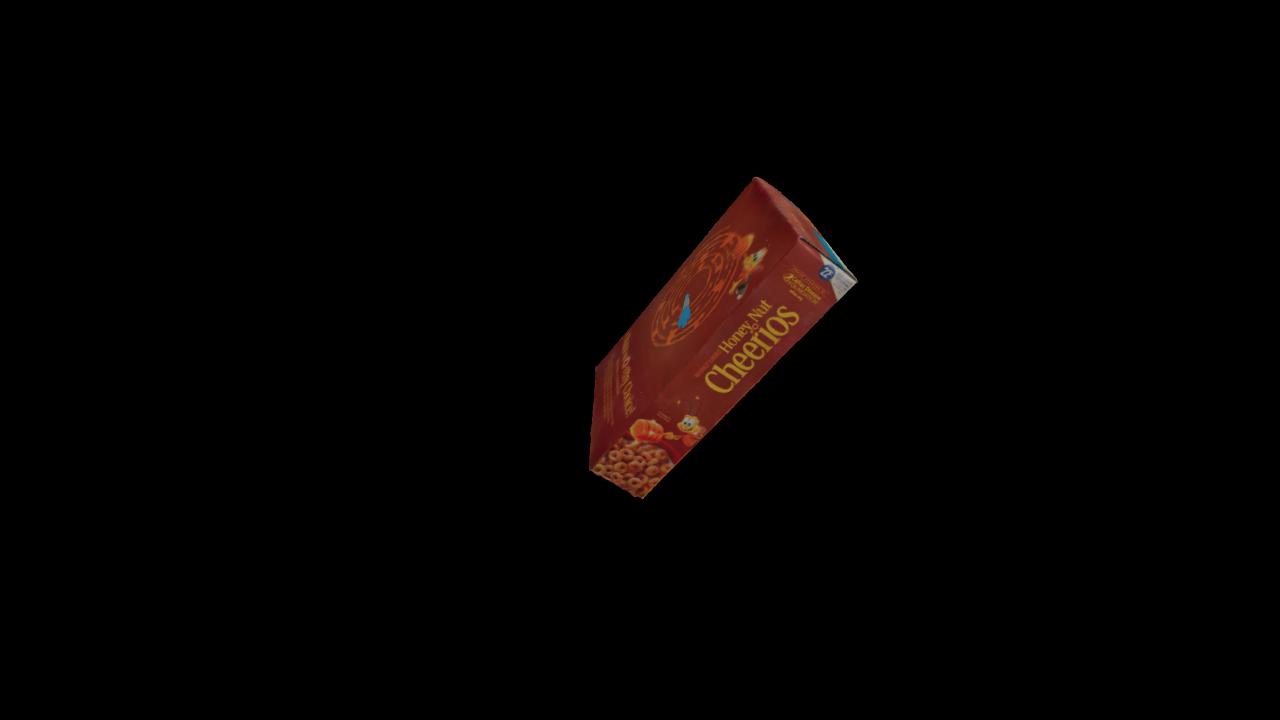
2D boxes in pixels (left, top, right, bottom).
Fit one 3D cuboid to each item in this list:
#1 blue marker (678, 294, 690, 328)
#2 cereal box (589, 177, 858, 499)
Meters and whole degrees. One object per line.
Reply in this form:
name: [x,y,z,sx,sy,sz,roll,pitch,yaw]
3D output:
blue marker: [0.056,-0.067,0.630,0.020,0.020,0.121,0,38,15]
cereal box: [0.065,-0.028,0.642,0.081,0.306,0.203,33,23,-19]
